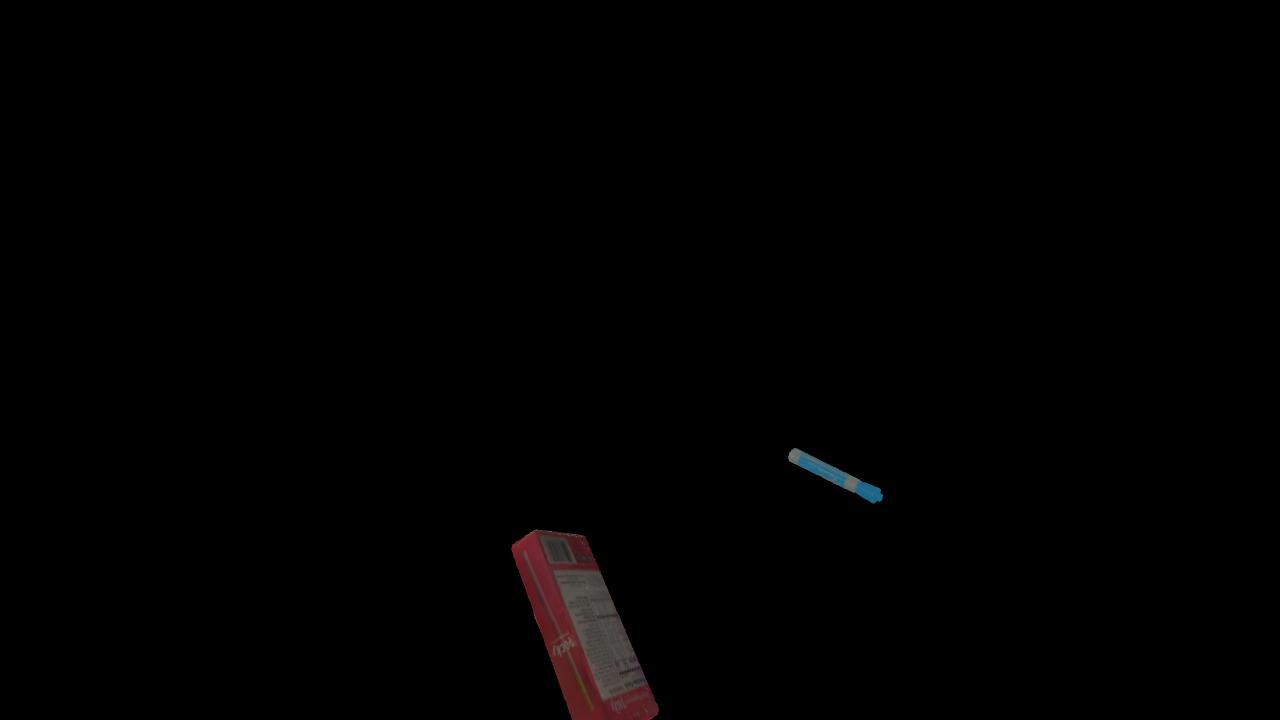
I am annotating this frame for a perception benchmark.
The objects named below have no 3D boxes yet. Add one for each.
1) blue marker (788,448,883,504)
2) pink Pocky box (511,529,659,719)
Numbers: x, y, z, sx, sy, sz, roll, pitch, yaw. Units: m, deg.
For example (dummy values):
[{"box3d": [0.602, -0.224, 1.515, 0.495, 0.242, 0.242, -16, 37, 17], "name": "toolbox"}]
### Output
[{"box3d": [0.231, 0.137, 0.731, 0.020, 0.020, 0.121, 0, 17, -43], "name": "blue marker"}, {"box3d": [-0.044, 0.210, 0.481, 0.029, 0.155, 0.084, -35, -28, 11], "name": "pink Pocky box"}]
